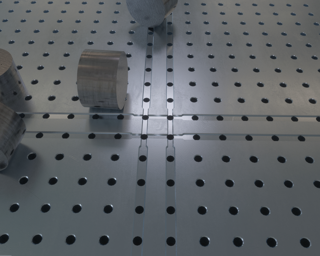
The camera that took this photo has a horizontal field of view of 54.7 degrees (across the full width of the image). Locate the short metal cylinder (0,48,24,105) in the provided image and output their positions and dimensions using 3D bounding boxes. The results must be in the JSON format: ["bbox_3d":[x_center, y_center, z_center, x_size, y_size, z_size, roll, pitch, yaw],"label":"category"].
[{"bbox_3d":[-0.248,-0.072,0.450,0.081,0.050,0.080,0,50,0],"label":"short metal cylinder"}]

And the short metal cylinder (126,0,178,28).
[{"bbox_3d":[-0.015,-0.233,0.568,0.080,0.080,0.050,22,54,17],"label":"short metal cylinder"}]

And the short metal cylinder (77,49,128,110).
[{"bbox_3d":[-0.076,-0.067,0.427,0.050,0.080,0.080,4,50,4],"label":"short metal cylinder"}]

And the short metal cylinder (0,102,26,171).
[{"bbox_3d":[-0.208,0.008,0.363,0.080,0.080,0.050,6,50,5],"label":"short metal cylinder"}]
